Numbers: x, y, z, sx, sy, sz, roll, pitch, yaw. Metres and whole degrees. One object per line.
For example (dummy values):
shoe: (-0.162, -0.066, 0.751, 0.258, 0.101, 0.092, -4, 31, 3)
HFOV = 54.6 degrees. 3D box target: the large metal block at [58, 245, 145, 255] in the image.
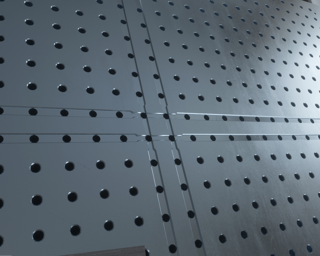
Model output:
large metal block: (-0.054, 0.153, 0.269, 0.081, 0.050, 0.080, 4, 60, -26)
